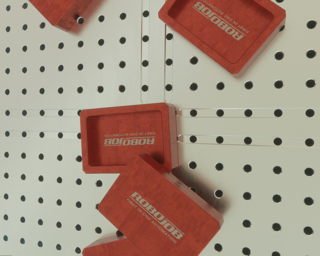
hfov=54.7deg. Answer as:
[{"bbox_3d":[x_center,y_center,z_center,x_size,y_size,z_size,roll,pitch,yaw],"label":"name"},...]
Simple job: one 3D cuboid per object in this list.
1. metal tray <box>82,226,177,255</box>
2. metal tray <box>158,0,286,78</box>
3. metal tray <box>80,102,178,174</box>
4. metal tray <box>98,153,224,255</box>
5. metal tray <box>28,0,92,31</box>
[{"bbox_3d":[-0.034,0.191,0.421,0.130,0.030,0.090,-20,84,18],"label":"metal tray"},{"bbox_3d":[0.074,-0.136,0.383,0.130,0.030,0.090,42,103,14],"label":"metal tray"},{"bbox_3d":[-0.044,0.015,0.424,0.130,0.030,0.089,-4,89,19],"label":"metal tray"},{"bbox_3d":[-0.001,0.104,0.377,0.130,0.030,0.090,38,102,15],"label":"metal tray"},{"bbox_3d":[-0.162,-0.222,0.465,0.130,0.030,0.090,46,104,14],"label":"metal tray"}]
